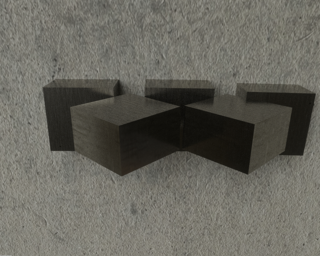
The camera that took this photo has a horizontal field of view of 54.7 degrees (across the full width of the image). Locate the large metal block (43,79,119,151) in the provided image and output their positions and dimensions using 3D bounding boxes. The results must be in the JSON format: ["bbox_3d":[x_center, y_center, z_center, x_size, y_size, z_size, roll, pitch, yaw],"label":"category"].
[{"bbox_3d":[-0.094,-0.017,0.390,0.081,0.050,0.079,0,110,-1],"label":"large metal block"}]

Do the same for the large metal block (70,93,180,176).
[{"bbox_3d":[-0.036,0.001,0.328,0.081,0.080,0.050,-20,118,-42],"label":"large metal block"}]

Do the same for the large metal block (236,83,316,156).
[{"bbox_3d":[0.140,-0.012,0.395,0.081,0.050,0.079,1,110,-1],"label":"large metal block"}]

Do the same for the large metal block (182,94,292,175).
[{"bbox_3d":[0.082,0.001,0.332,0.080,0.081,0.050,19,116,40],"label":"large metal block"}]

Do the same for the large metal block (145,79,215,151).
[{"bbox_3d":[0.022,-0.017,0.392,0.081,0.050,0.079,1,110,-1],"label":"large metal block"}]
